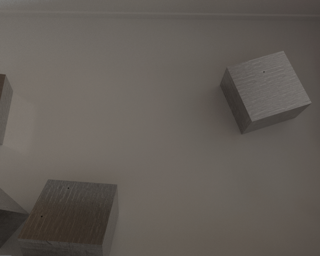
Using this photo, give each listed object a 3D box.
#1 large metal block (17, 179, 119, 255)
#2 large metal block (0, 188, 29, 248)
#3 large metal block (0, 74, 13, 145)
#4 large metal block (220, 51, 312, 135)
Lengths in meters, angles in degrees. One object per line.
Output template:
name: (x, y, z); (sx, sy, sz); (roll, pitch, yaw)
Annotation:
large metal block: (-0.093, 0.105, 0.337); (0.080, 0.050, 0.080); (4, 34, 1)
large metal block: (-0.208, 0.089, 0.346); (0.080, 0.080, 0.050); (36, 74, 12)
large metal block: (-0.242, -0.027, 0.395); (0.081, 0.050, 0.080); (6, 70, -13)
large metal block: (0.137, -0.046, 0.414); (0.080, 0.050, 0.080); (-17, 71, -6)
